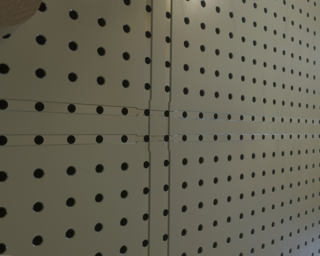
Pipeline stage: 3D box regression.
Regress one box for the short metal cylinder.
[{"bbox_3d":[-0.150,-0.122,0.267,0.081,0.050,0.079,0,90,-40],"label":"short metal cylinder"}]
